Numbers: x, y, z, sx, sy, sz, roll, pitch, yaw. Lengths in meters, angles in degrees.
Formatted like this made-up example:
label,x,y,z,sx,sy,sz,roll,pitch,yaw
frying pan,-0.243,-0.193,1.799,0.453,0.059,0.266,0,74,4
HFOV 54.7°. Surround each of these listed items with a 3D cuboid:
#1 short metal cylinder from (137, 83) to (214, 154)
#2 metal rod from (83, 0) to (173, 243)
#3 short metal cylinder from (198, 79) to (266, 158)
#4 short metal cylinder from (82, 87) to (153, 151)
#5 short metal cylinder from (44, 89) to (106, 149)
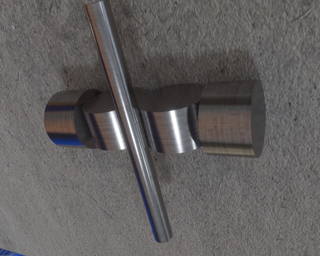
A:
label,x,y,z,sx,sy,sz,roll,pitch,yaw
short metal cylinder,0.019,-0.013,0.354,0.080,0.080,0.050,1,119,28
metal rod,-0.027,0.014,0.352,0.025,0.025,0.298,1,119,28
short metal cylinder,0.078,-0.010,0.326,0.050,0.080,0.080,1,119,28
short metal cylinder,-0.051,-0.014,0.391,0.080,0.080,0.050,1,119,28
short metal cylinder,-0.108,-0.012,0.422,0.050,0.080,0.080,1,119,28
